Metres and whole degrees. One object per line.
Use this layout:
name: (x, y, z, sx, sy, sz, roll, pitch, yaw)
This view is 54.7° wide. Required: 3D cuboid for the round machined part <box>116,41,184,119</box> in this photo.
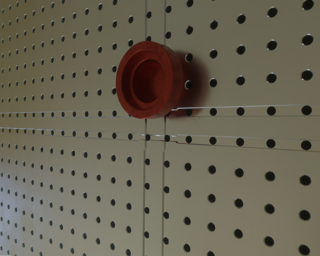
round machined part: (-0.009, -0.060, 0.404, 0.098, 0.042, 0.097, 0, 90, 39)
